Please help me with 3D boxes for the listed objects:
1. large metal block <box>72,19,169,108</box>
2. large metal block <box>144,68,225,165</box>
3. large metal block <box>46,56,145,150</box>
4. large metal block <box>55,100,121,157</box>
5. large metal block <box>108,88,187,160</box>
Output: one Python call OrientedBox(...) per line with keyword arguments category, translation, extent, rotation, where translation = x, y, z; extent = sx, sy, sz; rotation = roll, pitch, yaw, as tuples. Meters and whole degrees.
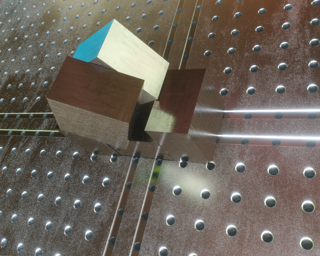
OrientedBox(category="large metal block", translation=(-0.051, -0.066, 0.357), extent=(0.080, 0.080, 0.050), rotation=(-12, 53, 48))
OrientedBox(category="large metal block", translation=(0.033, -0.012, 0.361), extent=(0.050, 0.080, 0.080), rotation=(4, 64, 30))
OrientedBox(category="large metal block", translation=(-0.066, -0.023, 0.334), extent=(0.080, 0.080, 0.050), rotation=(17, 67, -1))
OrientedBox(category="large metal block", translation=(-0.083, -0.014, 0.424), extent=(0.050, 0.080, 0.080), rotation=(2, 63, 29))
OrientedBox(category="large metal block", translation=(-0.018, -0.008, 0.403), extent=(0.080, 0.050, 0.080), rotation=(3, 63, 29))
